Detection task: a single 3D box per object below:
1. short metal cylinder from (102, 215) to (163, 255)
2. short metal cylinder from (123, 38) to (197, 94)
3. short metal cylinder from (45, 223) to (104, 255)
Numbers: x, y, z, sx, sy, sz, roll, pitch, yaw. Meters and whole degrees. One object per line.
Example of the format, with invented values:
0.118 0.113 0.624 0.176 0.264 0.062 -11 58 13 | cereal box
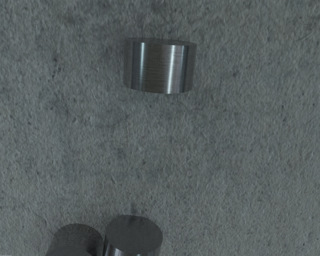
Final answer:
-0.040 0.171 0.443 0.081 0.080 0.050 10 110 -4 | short metal cylinder
-0.001 -0.074 0.353 0.081 0.080 0.050 4 110 -2 | short metal cylinder
-0.128 0.193 0.466 0.081 0.050 0.079 0 110 -1 | short metal cylinder
